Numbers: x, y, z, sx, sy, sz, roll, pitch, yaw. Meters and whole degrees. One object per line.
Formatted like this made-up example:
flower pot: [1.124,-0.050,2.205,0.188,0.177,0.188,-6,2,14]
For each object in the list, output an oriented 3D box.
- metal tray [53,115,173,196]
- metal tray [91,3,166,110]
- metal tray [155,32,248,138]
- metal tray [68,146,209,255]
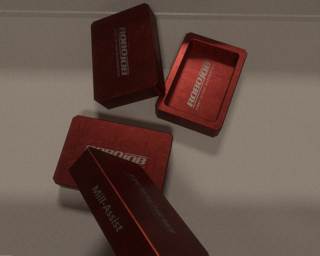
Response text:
metal tray: [-0.056,0.041,0.391,0.131,0.030,0.090,11,70,3]
metal tray: [-0.046,-0.098,0.425,0.090,0.030,0.130,-14,68,17]
metal tray: [0.058,-0.062,0.430,0.090,0.030,0.130,20,71,7]
metal tray: [-0.021,0.079,0.290,0.030,0.090,0.130,-49,54,8]
